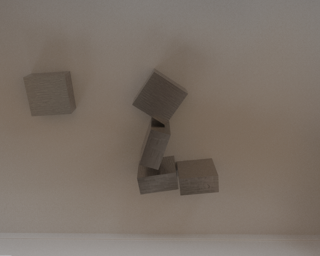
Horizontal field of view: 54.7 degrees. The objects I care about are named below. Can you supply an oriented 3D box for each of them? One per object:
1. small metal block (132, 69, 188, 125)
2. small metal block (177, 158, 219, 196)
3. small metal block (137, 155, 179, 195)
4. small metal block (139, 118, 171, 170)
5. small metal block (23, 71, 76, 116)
[{"bbox_3d":[0.000,-0.040,0.397,0.050,0.025,0.050,32,107,-12],"label":"small metal block"},{"bbox_3d":[0.051,0.066,0.423,0.050,0.050,0.025,-5,110,1],"label":"small metal block"},{"bbox_3d":[-0.003,0.063,0.421,0.050,0.050,0.025,-9,110,3],"label":"small metal block"},{"bbox_3d":[-0.007,0.019,0.405,0.025,0.050,0.050,17,109,-6],"label":"small metal block"},{"bbox_3d":[-0.139,-0.044,0.393,0.050,0.025,0.050,-4,110,1],"label":"small metal block"}]
